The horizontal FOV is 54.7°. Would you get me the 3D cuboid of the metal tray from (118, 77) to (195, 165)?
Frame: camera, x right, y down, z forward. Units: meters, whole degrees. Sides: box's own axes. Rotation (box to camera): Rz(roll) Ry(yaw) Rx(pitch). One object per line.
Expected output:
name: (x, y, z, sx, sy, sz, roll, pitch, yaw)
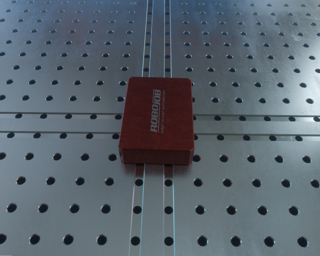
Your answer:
metal tray: (-0.002, -0.014, 0.415, 0.091, 0.030, 0.130, 2, 50, 1)
